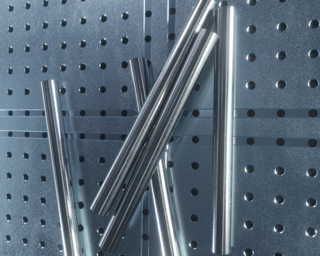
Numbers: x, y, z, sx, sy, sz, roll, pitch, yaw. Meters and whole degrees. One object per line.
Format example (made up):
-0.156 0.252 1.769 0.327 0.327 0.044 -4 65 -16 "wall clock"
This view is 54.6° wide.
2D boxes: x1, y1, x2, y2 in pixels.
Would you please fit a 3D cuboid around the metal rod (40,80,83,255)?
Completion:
-0.145 0.077 0.464 0.025 0.025 0.299 -10 87 20 "metal rod"

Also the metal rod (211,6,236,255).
0.078 0.003 0.385 0.025 0.025 0.298 1 90 20 "metal rod"

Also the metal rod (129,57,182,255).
-0.005 0.054 0.414 0.025 0.025 0.299 -11 86 20 "metal rod"

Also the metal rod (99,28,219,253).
-0.004 0.021 0.387 0.025 0.025 0.299 27 97 18 "metal rod"

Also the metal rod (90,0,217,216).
-0.008 -0.028 0.392 0.025 0.025 0.299 27 90 18 "metal rod"
